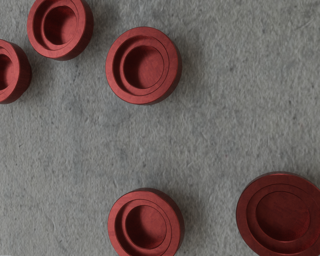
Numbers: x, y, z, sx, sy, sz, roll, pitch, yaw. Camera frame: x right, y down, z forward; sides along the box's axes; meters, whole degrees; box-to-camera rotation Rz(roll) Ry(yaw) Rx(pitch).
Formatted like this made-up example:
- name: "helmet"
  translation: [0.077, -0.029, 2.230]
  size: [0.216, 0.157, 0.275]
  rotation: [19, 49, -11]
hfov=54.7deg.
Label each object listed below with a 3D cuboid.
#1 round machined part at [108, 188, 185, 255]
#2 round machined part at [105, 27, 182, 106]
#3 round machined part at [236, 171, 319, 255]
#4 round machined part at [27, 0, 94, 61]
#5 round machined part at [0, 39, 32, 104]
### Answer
- name: "round machined part"
  translation: [-0.015, 0.126, 0.404]
  size: [0.098, 0.042, 0.097]
  rotation: [0, 90, 19]
- name: "round machined part"
  translation: [-0.018, -0.078, 0.405]
  size: [0.098, 0.042, 0.097]
  rotation: [0, 90, 19]
- name: "round machined part"
  translation: [0.138, 0.098, 0.351]
  size: [0.098, 0.042, 0.097]
  rotation: [0, 90, 19]
- name: "round machined part"
  translation: [-0.138, -0.145, 0.447]
  size: [0.098, 0.042, 0.097]
  rotation: [0, 90, 19]
- name: "round machined part"
  translation: [-0.242, -0.086, 0.483]
  size: [0.098, 0.042, 0.097]
  rotation: [0, 90, 19]
